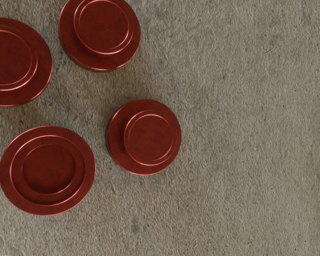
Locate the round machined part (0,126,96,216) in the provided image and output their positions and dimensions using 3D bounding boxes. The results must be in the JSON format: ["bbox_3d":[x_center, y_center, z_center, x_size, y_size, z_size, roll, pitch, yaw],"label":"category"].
[{"bbox_3d":[-0.126,0.046,0.353,0.099,0.042,0.097,0,90,-20],"label":"round machined part"}]

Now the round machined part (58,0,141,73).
[{"bbox_3d":[-0.070,-0.119,0.374,0.099,0.042,0.097,0,90,-20],"label":"round machined part"}]

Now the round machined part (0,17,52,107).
[{"bbox_3d":[-0.170,-0.072,0.337,0.099,0.042,0.097,0,90,-20],"label":"round machined part"}]

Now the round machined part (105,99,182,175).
[{"bbox_3d":[-0.017,0.011,0.394,0.099,0.042,0.097,0,90,-20],"label":"round machined part"}]
